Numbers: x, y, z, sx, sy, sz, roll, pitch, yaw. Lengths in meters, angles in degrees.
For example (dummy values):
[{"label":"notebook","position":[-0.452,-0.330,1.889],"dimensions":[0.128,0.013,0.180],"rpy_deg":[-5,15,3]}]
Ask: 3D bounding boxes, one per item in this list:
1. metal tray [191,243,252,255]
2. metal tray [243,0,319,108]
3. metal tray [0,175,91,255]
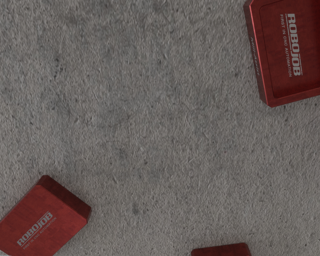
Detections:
[{"label":"metal tray","position":[0.104,0.252,0.500],"dimensions":[0.090,0.030,0.129],"rpy_deg":[-9,110,3]},{"label":"metal tray","position":[0.159,-0.098,0.372],"dimensions":[0.090,0.030,0.129],"rpy_deg":[-15,110,5]},{"label":"metal tray","position":[-0.178,0.142,0.458],"dimensions":[0.090,0.030,0.130],"rpy_deg":[42,105,-14]}]
